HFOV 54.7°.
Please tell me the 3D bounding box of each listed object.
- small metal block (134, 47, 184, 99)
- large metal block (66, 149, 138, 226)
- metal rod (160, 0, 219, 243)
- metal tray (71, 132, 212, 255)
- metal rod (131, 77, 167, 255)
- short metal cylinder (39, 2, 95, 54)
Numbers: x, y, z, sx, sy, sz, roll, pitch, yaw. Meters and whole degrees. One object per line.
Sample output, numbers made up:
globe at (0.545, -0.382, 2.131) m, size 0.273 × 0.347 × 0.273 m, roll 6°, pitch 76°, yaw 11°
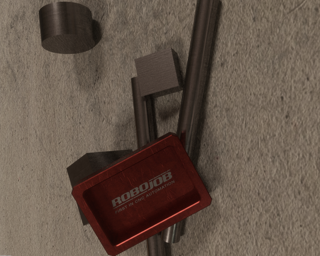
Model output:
small metal block at (0.000, -0.068, 0.394) m, size 0.050 × 0.025 × 0.050 m, roll -14°, pitch 81°, yaw 19°
large metal block at (-0.069, 0.078, 0.424) m, size 0.050 × 0.081 × 0.080 m, roll -35°, pitch 69°, yaw 34°
metal rod at (0.035, -0.007, 0.374) m, size 0.025 × 0.025 × 0.298 m, roll 14°, pitch 99°, yaw 39°
metal tray at (-0.019, 0.073, 0.351) m, size 0.130 × 0.030 × 0.090 m, roll -28°, pitch 96°, yaw 0°
metal rod at (-0.013, 0.080, 0.413) m, size 0.025 × 0.025 × 0.298 m, roll -10°, pitch 84°, yaw 39°
short metal cylinder at (-0.145, -0.154, 0.486) m, size 0.080 × 0.081 × 0.050 m, roll -12°, pitch 83°, yaw 39°
